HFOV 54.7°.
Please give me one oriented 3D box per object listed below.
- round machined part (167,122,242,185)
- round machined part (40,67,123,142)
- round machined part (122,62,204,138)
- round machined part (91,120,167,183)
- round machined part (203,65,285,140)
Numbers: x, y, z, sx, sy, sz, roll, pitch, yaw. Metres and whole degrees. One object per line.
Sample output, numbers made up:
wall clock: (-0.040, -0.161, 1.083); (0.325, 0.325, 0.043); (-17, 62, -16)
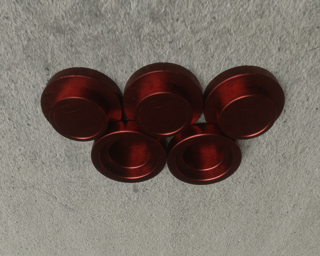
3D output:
round machined part: (0.058, 0.031, 0.425); (0.099, 0.042, 0.097); (-1, 130, 0)
round machined part: (-0.095, -0.022, 0.378); (0.099, 0.042, 0.097); (-1, 130, 0)
round machined part: (0.004, -0.027, 0.375); (0.099, 0.042, 0.097); (-1, 130, 0)
round machined part: (-0.041, 0.027, 0.420); (0.099, 0.042, 0.097); (-1, 130, 0)
round machined part: (0.103, -0.024, 0.379); (0.099, 0.042, 0.097); (-1, 130, 0)
